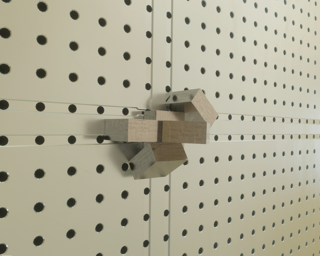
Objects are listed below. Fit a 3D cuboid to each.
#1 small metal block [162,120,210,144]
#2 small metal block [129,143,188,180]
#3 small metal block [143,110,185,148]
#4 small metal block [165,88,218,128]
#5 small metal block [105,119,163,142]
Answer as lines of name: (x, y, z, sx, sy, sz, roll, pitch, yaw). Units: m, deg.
small metal block: (0.033, 0.005, 0.374, 0.050, 0.050, 0.025, 7, 85, -77)
small metal block: (-0.002, 0.041, 0.387, 0.050, 0.050, 0.025, 2, 58, -40)
small metal block: (0.006, 0.003, 0.413, 0.050, 0.025, 0.050, 2, 89, -41)
small metal block: (0.044, -0.026, 0.428, 0.050, 0.050, 0.025, 51, 60, -28)
small metal block: (-0.030, 0.003, 0.366, 0.050, 0.050, 0.025, 2, 89, -39)
